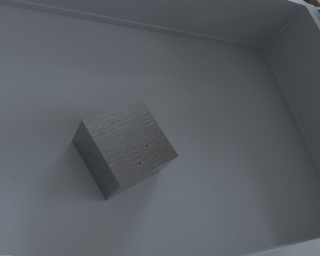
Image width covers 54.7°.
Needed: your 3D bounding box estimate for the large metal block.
[{"bbox_3d":[-0.040,0.023,0.355,0.081,0.050,0.080,-23,75,-37],"label":"large metal block"}]
